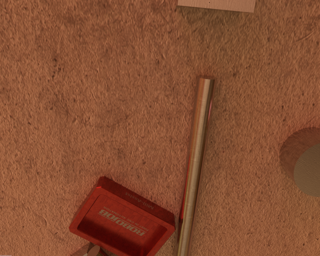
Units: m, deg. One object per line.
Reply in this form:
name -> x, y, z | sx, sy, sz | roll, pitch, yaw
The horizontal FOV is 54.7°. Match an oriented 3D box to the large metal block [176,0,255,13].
large metal block -> 0.062, -0.171, 0.334 | 0.081, 0.050, 0.079 | 5, 110, -2

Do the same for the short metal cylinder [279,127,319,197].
short metal cylinder -> 0.210, 0.045, 0.416 | 0.081, 0.050, 0.079 | 0, 110, -1

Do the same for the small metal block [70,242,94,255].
small metal block -> -0.114, 0.216, 0.488 | 0.050, 0.025, 0.050 | -37, 106, 12

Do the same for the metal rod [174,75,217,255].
metal rod -> 0.046, 0.076, 0.438 | 0.025, 0.025, 0.298 | 5, 110, -2

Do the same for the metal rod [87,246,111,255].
metal rod -> -0.010, 0.291, 0.507 | 0.025, 0.025, 0.300 | -34, 112, 11

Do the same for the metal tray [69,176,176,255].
metal tray -> -0.054, 0.140, 0.457 | 0.130, 0.030, 0.090 | 31, 107, -12
